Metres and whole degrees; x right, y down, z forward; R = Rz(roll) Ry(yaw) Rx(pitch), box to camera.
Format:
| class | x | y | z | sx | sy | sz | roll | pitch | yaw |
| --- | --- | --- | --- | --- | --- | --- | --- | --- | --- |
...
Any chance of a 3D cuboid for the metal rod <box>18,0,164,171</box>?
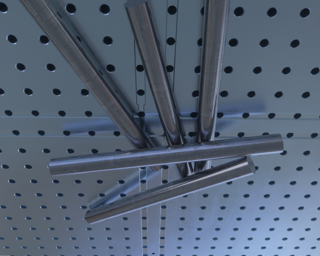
| class | x | y | z | sx | sy | sz | roll | pitch | yaw |
| --- | --- | --- | --- | --- | --- | --- | --- | --- | --- |
| metal rod | -0.071 | -0.047 | 0.370 | 0.025 | 0.025 | 0.299 | -21 | 127 | 17 |

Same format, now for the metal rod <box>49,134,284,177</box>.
| class | x | y | z | sx | sy | sz | roll | pitch | yaw |
| --- | --- | --- | --- | --- | --- | --- | --- | --- | --- |
| metal rod | 0.005 | 0.036 | 0.408 | 0.302 | 0.025 | 0.025 | -7 | 130 | 5 |

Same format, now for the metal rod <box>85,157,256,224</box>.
| class | x | y | z | sx | sy | sz | roll | pitch | yaw |
| --- | --- | --- | --- | --- | --- | --- | --- | --- | --- |
| metal rod | -0.002 | 0.102 | 0.472 | 0.300 | 0.025 | 0.025 | -24 | 127 | 28 |

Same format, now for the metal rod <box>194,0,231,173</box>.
| class | x | y | z | sx | sy | sz | roll | pitch | yaw |
| --- | --- | --- | --- | --- | --- | --- | --- | --- | --- |
| metal rod | 0.060 | -0.049 | 0.370 | 0.025 | 0.025 | 0.298 | -2 | 130 | 1 |

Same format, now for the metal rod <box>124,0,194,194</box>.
| class | x | y | z | sx | sy | sz | roll | pitch | yaw |
| --- | --- | --- | --- | --- | --- | --- | --- | --- | --- |
| metal rod | 0.012 | -0.014 | 0.399 | 0.025 | 0.025 | 0.299 | -11 | 130 | 9 |
